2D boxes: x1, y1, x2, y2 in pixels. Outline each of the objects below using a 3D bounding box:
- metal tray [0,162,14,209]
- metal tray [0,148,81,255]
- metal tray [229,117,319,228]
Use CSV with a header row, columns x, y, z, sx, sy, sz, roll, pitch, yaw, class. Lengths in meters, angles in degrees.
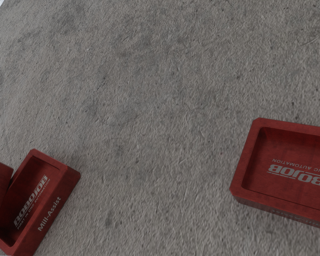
x,y,z,sx,sy,sz,roll,pitch,yaw,class
-0.274,0.112,0.448,0.130,0.030,0.090,-30,40,25,metal tray
-0.181,0.101,0.433,0.090,0.030,0.130,18,71,35,metal tray
0.144,0.044,0.297,0.130,0.030,0.090,12,68,33,metal tray
